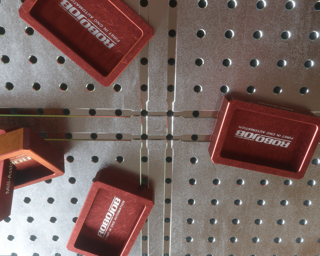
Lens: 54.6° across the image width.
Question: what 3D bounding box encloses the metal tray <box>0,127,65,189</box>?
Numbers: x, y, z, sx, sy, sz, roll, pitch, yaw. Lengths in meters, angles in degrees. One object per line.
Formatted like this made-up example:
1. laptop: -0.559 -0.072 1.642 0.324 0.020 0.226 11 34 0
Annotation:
1. metal tray: -0.204 0.049 0.400 0.130 0.030 0.090 -17 149 6

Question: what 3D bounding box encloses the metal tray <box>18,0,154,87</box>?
1. metal tray: -0.083 -0.124 0.364 0.130 0.030 0.090 40 105 -14

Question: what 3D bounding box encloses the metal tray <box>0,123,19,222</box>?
1. metal tray: -0.240 0.054 0.408 0.090 0.030 0.129 12 99 6

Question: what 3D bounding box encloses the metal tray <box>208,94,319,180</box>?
1. metal tray: 0.140 0.013 0.416 0.131 0.030 0.089 12 110 -5

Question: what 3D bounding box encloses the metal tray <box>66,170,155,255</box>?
1. metal tray: -0.074 0.137 0.460 0.090 0.030 0.129 23 108 -8
